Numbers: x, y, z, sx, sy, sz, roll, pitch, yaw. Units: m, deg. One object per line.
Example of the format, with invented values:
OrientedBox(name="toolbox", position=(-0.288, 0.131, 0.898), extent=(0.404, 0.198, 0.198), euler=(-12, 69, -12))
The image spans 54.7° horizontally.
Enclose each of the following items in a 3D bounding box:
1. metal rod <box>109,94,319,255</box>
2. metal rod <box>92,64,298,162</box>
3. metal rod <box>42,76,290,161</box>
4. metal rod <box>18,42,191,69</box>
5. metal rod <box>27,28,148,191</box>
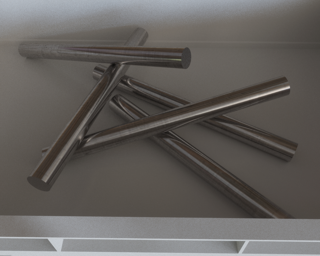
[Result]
OrientedBox(name="metal rod", position=(0.048, 0.042, 0.369), extent=(0.300, 0.025, 0.025), euler=(36, 59, 26))
OrientedBox(name="metal rod", position=(0.034, -0.028, 0.428), extent=(0.301, 0.025, 0.025), euler=(24, 54, 19))
OrientedBox(name="metal rod", position=(0.007, -0.008, 0.375), extent=(0.302, 0.025, 0.025), euler=(-17, 51, 0))
OrientedBox(name="metal rod", position=(-0.097, -0.106, 0.439), extent=(0.300, 0.025, 0.025), euler=(11, 49, 30))
OrientedBox(name="metal rod", position=(-0.076, -0.048, 0.407), extent=(0.025, 0.025, 0.301), euler=(14, 48, 11))
